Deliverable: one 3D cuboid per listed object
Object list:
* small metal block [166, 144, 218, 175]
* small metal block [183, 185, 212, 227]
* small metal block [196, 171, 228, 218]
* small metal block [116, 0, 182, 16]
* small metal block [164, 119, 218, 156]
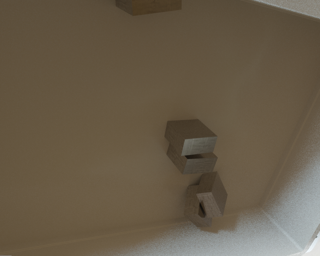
[{"bbox_3d":[0.045,0.040,0.441,0.050,0.050,0.025,0,118,-29],"label":"small metal block"},{"bbox_3d":[0.065,0.127,0.504,0.025,0.050,0.050,-11,138,31],"label":"small metal block"},{"bbox_3d":[0.084,0.106,0.493,0.025,0.050,0.050,-14,114,28],"label":"small metal block"},{"bbox_3d":[-0.013,-0.131,0.304,0.050,0.050,0.025,-15,125,-20],"label":"small metal block"},{"bbox_3d":[0.041,0.012,0.422,0.050,0.050,0.025,-4,120,-27],"label":"small metal block"}]
